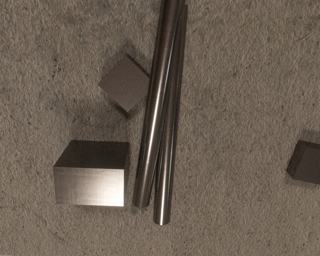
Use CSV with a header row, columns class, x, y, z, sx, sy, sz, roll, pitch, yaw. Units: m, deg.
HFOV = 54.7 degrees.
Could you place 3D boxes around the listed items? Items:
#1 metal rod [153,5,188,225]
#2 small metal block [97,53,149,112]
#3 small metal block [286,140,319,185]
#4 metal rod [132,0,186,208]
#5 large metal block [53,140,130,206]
class,x,y,z,sx,sy,sz,roll,pitch,yaw
metal rod,0.011,-0.003,0.408,0.025,0.025,0.298,3,110,-2
small metal block,-0.041,-0.057,0.388,0.050,0.025,0.050,-43,105,14
small metal block,0.213,0.049,0.431,0.050,0.025,0.050,12,110,-5
metal rod,-0.005,-0.022,0.380,0.025,0.025,0.298,8,118,-4
large metal block,-0.083,0.055,0.400,0.081,0.080,0.050,3,110,-2
